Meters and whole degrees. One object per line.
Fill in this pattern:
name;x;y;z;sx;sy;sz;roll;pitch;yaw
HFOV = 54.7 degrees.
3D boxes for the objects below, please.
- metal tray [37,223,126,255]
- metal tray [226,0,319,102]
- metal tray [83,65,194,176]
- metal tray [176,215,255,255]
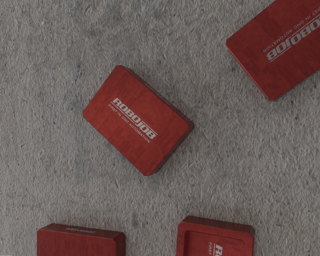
metal tray;-0.115;0.193;0.447;0.130;0.030;0.089;0;90;19
metal tray;0.154;-0.103;0.352;0.130;0.030;0.090;-38;78;16
metal tray;-0.031;-0.011;0.417;0.130;0.030;0.090;42;103;15
metal tray;0.066;0.182;0.382;0.090;0.030;0.129;4;91;19
